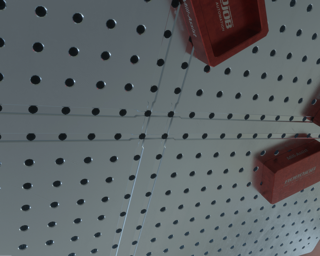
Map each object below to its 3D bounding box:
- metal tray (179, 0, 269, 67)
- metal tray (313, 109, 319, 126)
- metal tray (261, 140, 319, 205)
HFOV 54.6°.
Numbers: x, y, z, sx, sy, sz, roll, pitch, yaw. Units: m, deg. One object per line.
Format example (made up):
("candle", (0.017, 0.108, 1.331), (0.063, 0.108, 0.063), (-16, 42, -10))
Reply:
("metal tray", (0.072, -0.147, 0.355), (0.090, 0.030, 0.130), (-32, 129, -8))
("metal tray", (0.348, -0.051, 0.565), (0.091, 0.030, 0.129), (13, 111, -34))
("metal tray", (0.261, 0.085, 0.602), (0.131, 0.030, 0.090), (-20, 126, -17))
